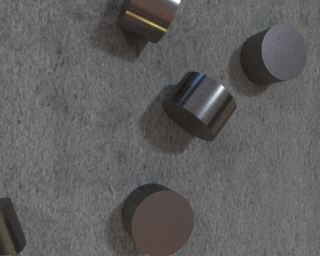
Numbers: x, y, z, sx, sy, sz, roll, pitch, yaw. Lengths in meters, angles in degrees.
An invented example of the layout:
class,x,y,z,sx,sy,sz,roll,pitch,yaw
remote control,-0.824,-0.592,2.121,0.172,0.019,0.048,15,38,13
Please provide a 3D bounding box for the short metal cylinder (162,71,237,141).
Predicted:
class,x,y,z,sx,sy,sz,roll,pitch,yaw
short metal cylinder,0.050,-0.027,0.399,0.080,0.080,0.050,41,77,-16

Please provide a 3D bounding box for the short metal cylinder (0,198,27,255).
class,x,y,z,sx,sy,sz,roll,pitch,yaw
short metal cylinder,-0.185,0.111,0.312,0.081,0.080,0.050,-19,97,-19

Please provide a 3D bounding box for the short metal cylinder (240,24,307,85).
class,x,y,z,sx,sy,sz,roll,pitch,yaw
short metal cylinder,0.168,-0.107,0.459,0.081,0.050,0.079,0,90,-21

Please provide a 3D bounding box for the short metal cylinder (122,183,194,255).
class,x,y,z,sx,sy,sz,roll,pitch,yaw
short metal cylinder,-0.004,0.115,0.396,0.081,0.050,0.079,0,90,-21

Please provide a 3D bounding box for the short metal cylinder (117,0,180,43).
class,x,y,z,sx,sy,sz,roll,pitch,yaw
short metal cylinder,-0.014,-0.150,0.375,0.050,0.080,0.080,20,83,-19
